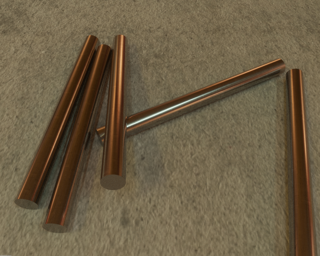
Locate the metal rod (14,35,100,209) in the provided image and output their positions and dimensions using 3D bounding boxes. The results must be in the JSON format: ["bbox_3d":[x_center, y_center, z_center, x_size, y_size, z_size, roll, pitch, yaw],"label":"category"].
[{"bbox_3d":[-0.129,-0.032,0.428,0.025,0.025,0.300,5,50,3],"label":"metal rod"}]

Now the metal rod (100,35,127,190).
[{"bbox_3d":[-0.057,-0.047,0.416,0.025,0.025,0.300,-3,42,-3],"label":"metal rod"}]

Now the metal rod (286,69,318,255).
[{"bbox_3d":[0.169,0.030,0.379,0.025,0.025,0.300,11,51,9],"label":"metal rod"}]

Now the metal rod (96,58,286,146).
[{"bbox_3d":[0.056,-0.042,0.439,0.302,0.025,0.025,-23,54,-19],"label":"metal rod"}]

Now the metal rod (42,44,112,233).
[{"bbox_3d":[-0.099,-0.012,0.412,0.025,0.025,0.300,3,50,2],"label":"metal rod"}]
